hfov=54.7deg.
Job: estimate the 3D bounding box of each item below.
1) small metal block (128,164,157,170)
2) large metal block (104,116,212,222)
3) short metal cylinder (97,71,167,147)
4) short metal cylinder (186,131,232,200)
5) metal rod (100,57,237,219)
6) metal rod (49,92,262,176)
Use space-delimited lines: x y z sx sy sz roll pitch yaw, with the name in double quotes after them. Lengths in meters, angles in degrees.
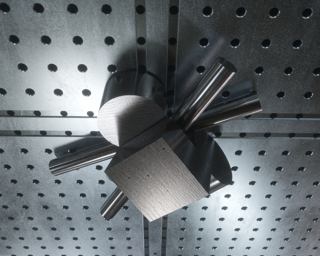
-0.030 0.054 0.453 0.050 0.025 0.050 -22 127 17 "small metal block"
0.000 0.047 0.347 0.080 0.050 0.080 -32 106 25 "large metal block"
-0.032 -0.021 0.373 0.081 0.050 0.079 0 130 0 "short metal cylinder"
0.052 0.050 0.415 0.050 0.080 0.080 -35 122 27 "short metal cylinder"
-0.006 0.033 0.403 0.025 0.025 0.298 24 126 -19 "metal rod"
-0.017 0.013 0.418 0.301 0.025 0.025 -18 128 14 "metal rod"
